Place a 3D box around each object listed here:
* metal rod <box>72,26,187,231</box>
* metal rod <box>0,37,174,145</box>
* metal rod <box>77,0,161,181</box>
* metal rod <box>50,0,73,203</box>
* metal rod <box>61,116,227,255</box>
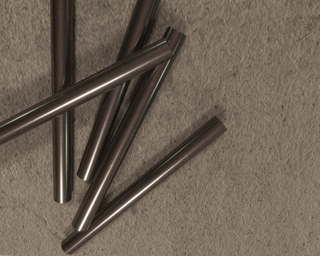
[{"bbox_3d":[-0.047,0.012,0.406,0.025,0.025,0.298,25,105,-10],"label":"metal rod"},{"bbox_3d":[-0.124,-0.027,0.370,0.301,0.025,0.025,-25,108,8],"label":"metal rod"},{"bbox_3d":[-0.048,-0.064,0.385,0.025,0.025,0.298,20,109,-8],"label":"metal rod"},{"bbox_3d":[-0.124,-0.038,0.393,0.025,0.025,0.298,5,110,-3],"label":"metal rod"},{"bbox_3d":[-0.030,0.088,0.441,0.300,0.025,0.025,-40,106,13],"label":"metal rod"}]
